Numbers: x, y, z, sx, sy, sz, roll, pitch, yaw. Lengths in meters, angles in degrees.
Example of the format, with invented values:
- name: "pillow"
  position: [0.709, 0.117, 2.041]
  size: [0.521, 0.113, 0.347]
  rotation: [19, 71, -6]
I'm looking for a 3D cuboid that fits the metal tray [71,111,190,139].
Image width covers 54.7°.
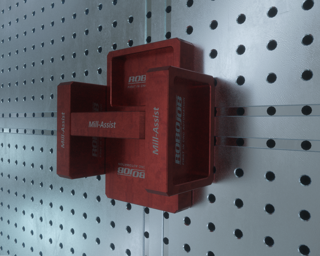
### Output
- name: "metal tray"
  position: [-0.039, -0.004, 0.395]
  size: [0.130, 0.091, 0.030]
  rotation: [1, 91, 39]

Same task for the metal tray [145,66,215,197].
- name: "metal tray"
  position: [0.025, 0.003, 0.344]
  size: [0.030, 0.091, 0.129]
  rotation: [1, 91, 40]

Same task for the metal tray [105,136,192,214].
- name: "metal tray"
  position: [-0.020, 0.057, 0.418]
  size: [0.130, 0.030, 0.089]
  rotation: [1, 91, 39]

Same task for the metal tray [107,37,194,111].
- name: "metal tray"
  position: [-0.018, -0.064, 0.418]
  size: [0.130, 0.030, 0.089]
  rotation: [1, 91, 39]

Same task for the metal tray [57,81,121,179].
- name: "metal tray"
  position: [-0.100, 0.003, 0.446]
  size: [0.030, 0.091, 0.129]
  rotation: [1, 91, 40]
